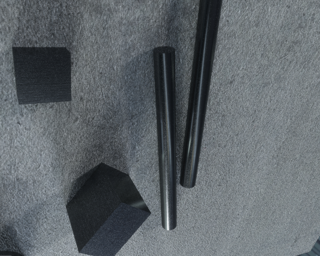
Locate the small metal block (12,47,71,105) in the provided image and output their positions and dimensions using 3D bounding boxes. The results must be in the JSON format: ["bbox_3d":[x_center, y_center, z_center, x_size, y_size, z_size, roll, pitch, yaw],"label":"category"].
[{"bbox_3d":[-0.117,-0.053,0.311,0.050,0.025,0.050,-7,122,-25],"label":"small metal block"}]

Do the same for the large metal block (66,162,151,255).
[{"bbox_3d":[-0.069,0.106,0.400,0.050,0.080,0.080,34,99,-39],"label":"large metal block"}]

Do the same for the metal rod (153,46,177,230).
[{"bbox_3d":[0.010,0.035,0.435,0.025,0.025,0.298,-16,125,-20],"label":"metal rod"}]

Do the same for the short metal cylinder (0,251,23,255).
[{"bbox_3d":[-0.214,0.209,0.404,0.081,0.050,0.079,-14,125,-21],"label":"short metal cylinder"}]

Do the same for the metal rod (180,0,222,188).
[{"bbox_3d":[0.051,-0.042,0.410,0.025,0.025,0.298,-11,123,-23],"label":"metal rod"}]
